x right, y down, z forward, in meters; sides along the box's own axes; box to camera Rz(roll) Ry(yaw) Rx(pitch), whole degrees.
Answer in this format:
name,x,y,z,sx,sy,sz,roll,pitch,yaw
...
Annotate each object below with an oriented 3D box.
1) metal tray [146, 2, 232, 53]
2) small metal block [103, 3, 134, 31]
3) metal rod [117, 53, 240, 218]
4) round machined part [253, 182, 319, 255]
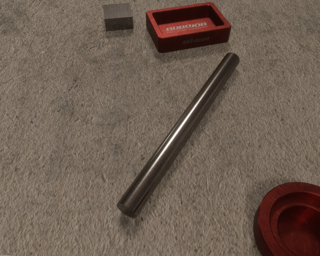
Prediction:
name,x,y,z,sx,sy,sz,roll,pitch,yaw
metal tray,0.048,-0.182,0.553,0.131,0.030,0.090,-12,51,-11
small metal block,-0.078,-0.207,0.576,0.050,0.025,0.050,-7,51,-7
metal rod,0.040,-0.011,0.412,0.025,0.025,0.301,24,54,18
round machined part,0.141,0.106,0.305,0.099,0.042,0.098,0,50,0
